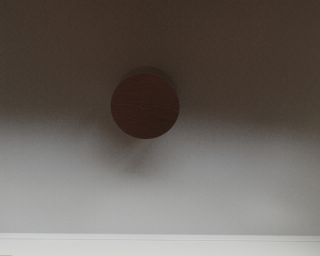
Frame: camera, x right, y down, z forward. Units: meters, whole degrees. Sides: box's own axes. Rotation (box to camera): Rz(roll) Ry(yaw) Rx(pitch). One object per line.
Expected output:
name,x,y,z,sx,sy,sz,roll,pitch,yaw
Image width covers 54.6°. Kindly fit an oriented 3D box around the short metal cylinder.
short metal cylinder,-0.017,-0.033,0.386,0.080,0.050,0.079,0,110,0
